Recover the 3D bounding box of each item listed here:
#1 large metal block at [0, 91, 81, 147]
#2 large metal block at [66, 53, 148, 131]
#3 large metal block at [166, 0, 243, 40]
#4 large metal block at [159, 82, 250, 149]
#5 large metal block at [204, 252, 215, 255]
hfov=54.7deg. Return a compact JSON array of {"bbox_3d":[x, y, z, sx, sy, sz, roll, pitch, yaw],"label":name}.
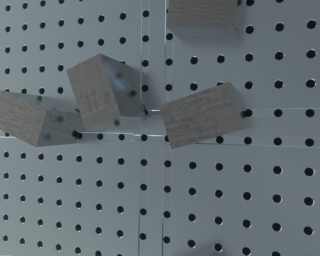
[{"bbox_3d":[-0.172,-0.013,0.442,0.080,0.080,0.050,22,97,18],"label":"large metal block"},{"bbox_3d":[-0.066,-0.042,0.406,0.050,0.080,0.080,-22,83,18],"label":"large metal block"},{"bbox_3d":[0.058,-0.156,0.378,0.080,0.050,0.079,8,93,19],"label":"large metal block"},{"bbox_3d":[0.055,-0.012,0.363,0.080,0.080,0.050,-18,84,19],"label":"large metal block"},{"bbox_3d":[0.044,0.214,0.383,0.080,0.050,0.080,-28,81,17],"label":"large metal block"}]
